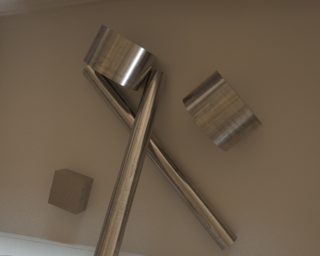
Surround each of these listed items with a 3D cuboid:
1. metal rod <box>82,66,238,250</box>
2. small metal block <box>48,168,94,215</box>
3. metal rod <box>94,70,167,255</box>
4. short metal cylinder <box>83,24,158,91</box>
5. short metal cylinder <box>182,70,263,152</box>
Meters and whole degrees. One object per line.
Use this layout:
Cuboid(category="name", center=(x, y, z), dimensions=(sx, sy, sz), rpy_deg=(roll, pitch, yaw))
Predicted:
Cuboid(category="metal rod", center=(-0.008, 0.029, 0.412), dimensions=(0.025, 0.025, 0.300), rpy_deg=(-43, 77, 15))
Cuboid(category="small metal block", center=(-0.131, 0.092, 0.455), dimensions=(0.050, 0.025, 0.050), rpy_deg=(16, 95, 19))
Cuboid(category="metal rod", center=(-0.038, 0.063, 0.356), dimensions=(0.025, 0.025, 0.299), rpy_deg=(6, 66, 19))
Cuboid(category="short metal cylinder", center=(-0.050, -0.089, 0.398), dimensions=(0.080, 0.080, 0.050), rpy_deg=(34, 101, 16))
Cuboid(category="short metal cylinder", center=(0.071, -0.020, 0.356), dimensions=(0.050, 0.080, 0.080), rpy_deg=(-40, 78, 15))
